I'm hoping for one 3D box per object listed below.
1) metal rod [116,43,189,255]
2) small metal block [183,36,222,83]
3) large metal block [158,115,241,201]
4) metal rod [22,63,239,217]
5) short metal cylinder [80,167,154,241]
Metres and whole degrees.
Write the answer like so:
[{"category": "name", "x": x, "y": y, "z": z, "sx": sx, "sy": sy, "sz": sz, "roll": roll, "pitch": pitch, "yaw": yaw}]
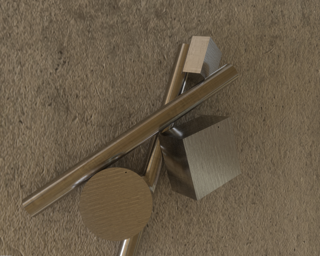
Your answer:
[{"category": "metal rod", "x": -0.004, "y": 0.033, "z": 0.408, "sx": 0.025, "sy": 0.025, "sz": 0.299, "roll": 18, "pitch": 84, "yaw": -19}, {"category": "small metal block", "x": 0.058, "y": -0.089, "z": 0.419, "sx": 0.050, "sy": 0.025, "sz": 0.050, "roll": 25, "pitch": 79, "yaw": -59}, {"category": "large metal block", "x": 0.053, "y": 0.034, "z": 0.401, "sx": 0.081, "sy": 0.050, "sz": 0.080, "roll": -23, "pitch": 107, "yaw": -31}, {"category": "metal rod", "x": -0.028, "y": 0.009, "z": 0.382, "sx": 0.301, "sy": 0.025, "sz": 0.025, "roll": -34, "pitch": 102, "yaw": -10}, {"category": "short metal cylinder", "x": -0.048, "y": 0.086, "z": 0.366, "sx": 0.080, "sy": 0.050, "sz": 0.080, "roll": 0, "pitch": 84, "yaw": 0}]
